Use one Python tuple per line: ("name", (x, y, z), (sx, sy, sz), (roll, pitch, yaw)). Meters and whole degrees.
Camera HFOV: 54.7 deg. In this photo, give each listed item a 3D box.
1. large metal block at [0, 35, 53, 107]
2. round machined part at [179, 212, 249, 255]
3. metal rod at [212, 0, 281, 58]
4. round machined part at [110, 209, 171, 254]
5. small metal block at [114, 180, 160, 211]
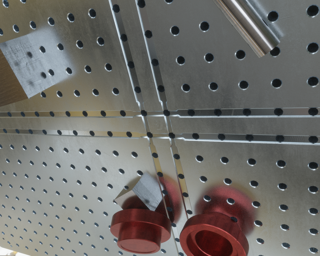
("large metal block", (-0.222, -0.083, 0.461), (0.080, 0.050, 0.080), (-9, 114, 32))
("round machined part", (0.082, 0.164, 0.458), (0.098, 0.042, 0.097), (13, 124, 21))
("metal rod", (0.009, -0.189, 0.289), (0.300, 0.025, 0.025), (48, 129, -6))
("round machined part", (-0.032, 0.171, 0.498), (0.099, 0.042, 0.097), (3, 140, 3))
("small metal block", (-0.038, 0.119, 0.505), (0.050, 0.025, 0.050), (49, 129, -7))
